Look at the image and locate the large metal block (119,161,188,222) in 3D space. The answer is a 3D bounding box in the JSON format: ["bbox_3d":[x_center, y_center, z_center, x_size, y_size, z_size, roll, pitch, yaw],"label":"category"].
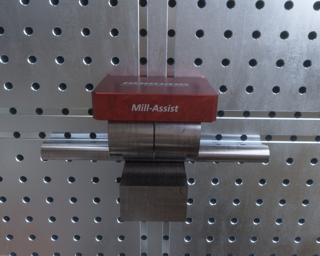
[{"bbox_3d":[-0.008,0.077,0.408,0.081,0.080,0.050,1,110,-1],"label":"large metal block"}]

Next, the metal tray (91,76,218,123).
[{"bbox_3d":[-0.005,-0.036,0.361,0.131,0.090,0.030,1,110,-1],"label":"metal tray"}]

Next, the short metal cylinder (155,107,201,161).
[{"bbox_3d":[0.020,0.000,0.381,0.050,0.080,0.079,2,110,-1],"label":"short metal cylinder"}]

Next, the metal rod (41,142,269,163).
[{"bbox_3d":[-0.006,0.033,0.421,0.302,0.025,0.025,1,110,-1],"label":"metal rod"}]

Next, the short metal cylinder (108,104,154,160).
[{"bbox_3d":[-0.033,-0.001,0.381,0.050,0.080,0.079,1,110,0],"label":"short metal cylinder"}]
